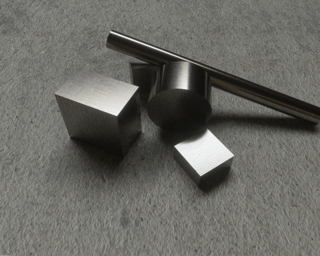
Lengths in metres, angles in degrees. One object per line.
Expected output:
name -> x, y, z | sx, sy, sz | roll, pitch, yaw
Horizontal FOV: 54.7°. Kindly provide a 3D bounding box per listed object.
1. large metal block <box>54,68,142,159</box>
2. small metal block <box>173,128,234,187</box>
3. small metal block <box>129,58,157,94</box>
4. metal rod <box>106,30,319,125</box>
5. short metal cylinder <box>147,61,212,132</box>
large metal block -> -0.071, -0.017, 0.381 | 0.080, 0.080, 0.050 | 20, 53, 15
small metal block -> 0.052, 0.035, 0.375 | 0.050, 0.025, 0.050 | -27, 55, -21
small metal block -> -0.017, -0.078, 0.452 | 0.050, 0.050, 0.025 | -11, 51, -10
metal rod -> 0.074, -0.068, 0.418 | 0.302, 0.025, 0.025 | 20, 52, -1
short metal cylinder -> 0.026, -0.039, 0.400 | 0.080, 0.080, 0.050 | 4, 50, 3
